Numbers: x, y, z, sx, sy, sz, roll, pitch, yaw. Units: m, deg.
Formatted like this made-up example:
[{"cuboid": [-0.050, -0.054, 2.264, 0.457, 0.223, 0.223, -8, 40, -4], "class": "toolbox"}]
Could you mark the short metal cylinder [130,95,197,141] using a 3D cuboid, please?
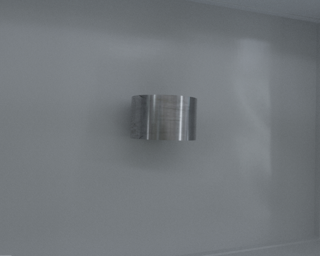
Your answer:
[{"cuboid": [0.005, -0.011, 0.380, 0.081, 0.080, 0.050, 2, 90, -20], "class": "short metal cylinder"}]
